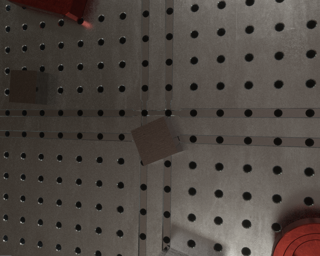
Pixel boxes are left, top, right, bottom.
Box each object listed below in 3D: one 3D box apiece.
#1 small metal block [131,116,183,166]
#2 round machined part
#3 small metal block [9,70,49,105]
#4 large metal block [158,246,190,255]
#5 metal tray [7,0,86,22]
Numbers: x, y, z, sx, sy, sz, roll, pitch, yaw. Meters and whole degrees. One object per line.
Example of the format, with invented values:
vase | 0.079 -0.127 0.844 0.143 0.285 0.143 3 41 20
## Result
small metal block | -0.004 0.017 0.413 0.050 0.025 0.050 -24 82 18
round machined part | 0.175 0.148 0.342 0.098 0.042 0.097 0 90 19
small metal block | -0.205 -0.063 0.483 0.050 0.025 0.050 5 92 19
large metal block | 0.026 0.210 0.389 0.080 0.050 0.079 17 96 19
metal tray | -0.169 -0.222 0.467 0.130 0.030 0.089 20 97 18
